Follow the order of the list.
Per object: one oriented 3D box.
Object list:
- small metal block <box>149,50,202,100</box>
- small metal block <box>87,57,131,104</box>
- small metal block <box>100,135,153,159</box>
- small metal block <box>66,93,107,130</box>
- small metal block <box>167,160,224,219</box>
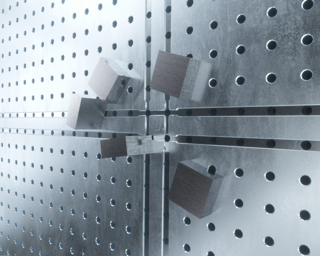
[{"bbox_3d":[0.019,-0.067,0.392,0.050,0.025,0.050,24,105,37],"label":"small metal block"},{"bbox_3d":[-0.078,-0.072,0.471,0.050,0.025,0.050,47,118,29],"label":"small metal block"},{"bbox_3d":[-0.046,0.026,0.429,0.050,0.050,0.025,-10,84,39],"label":"small metal block"},{"bbox_3d":[-0.114,-0.025,0.484,0.025,0.050,0.050,23,105,37],"label":"small metal block"},{"bbox_3d":[0.042,0.072,0.373,0.050,0.025,0.050,25,106,37],"label":"small metal block"}]
